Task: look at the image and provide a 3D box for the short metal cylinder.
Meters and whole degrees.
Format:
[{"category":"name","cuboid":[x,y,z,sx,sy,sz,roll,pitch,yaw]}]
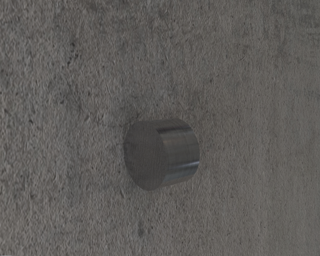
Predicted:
[{"category":"short metal cylinder","cuboid":[0.001,0.030,0.368,0.050,0.080,0.080,-7,95,-40]}]
